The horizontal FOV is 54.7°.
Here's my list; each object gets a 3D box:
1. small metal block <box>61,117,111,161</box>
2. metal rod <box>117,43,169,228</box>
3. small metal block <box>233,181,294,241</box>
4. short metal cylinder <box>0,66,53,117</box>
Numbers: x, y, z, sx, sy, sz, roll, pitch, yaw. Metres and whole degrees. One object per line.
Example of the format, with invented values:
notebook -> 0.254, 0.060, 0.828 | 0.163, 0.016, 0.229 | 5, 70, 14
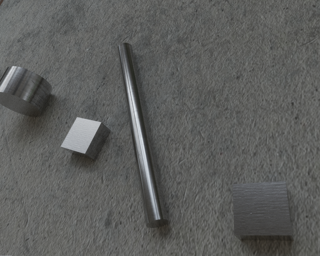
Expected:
small metal block -> -0.108, 0.015, 0.451 | 0.050, 0.025, 0.050 | 11, 67, 32
metal rod -> -0.031, -0.013, 0.427 | 0.025, 0.025, 0.299 | -23, 53, 14
small metal block -> 0.100, 0.081, 0.302 | 0.050, 0.025, 0.050 | -8, 58, 23
short metal cylinder -> -0.233, -0.060, 0.528 | 0.080, 0.080, 0.050 | 3, 63, 29
